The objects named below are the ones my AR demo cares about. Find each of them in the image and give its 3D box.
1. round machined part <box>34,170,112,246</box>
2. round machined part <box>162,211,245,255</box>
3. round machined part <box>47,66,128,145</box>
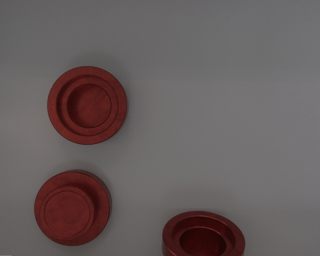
[{"bbox_3d":[-0.115,0.105,0.402,0.099,0.042,0.097,0,90,0],"label":"round machined part"},{"bbox_3d":[0.051,0.148,0.379,0.099,0.098,0.042,2,110,0],"label":"round machined part"},{"bbox_3d":[-0.090,-0.028,0.402,0.099,0.042,0.097,0,90,0],"label":"round machined part"}]
